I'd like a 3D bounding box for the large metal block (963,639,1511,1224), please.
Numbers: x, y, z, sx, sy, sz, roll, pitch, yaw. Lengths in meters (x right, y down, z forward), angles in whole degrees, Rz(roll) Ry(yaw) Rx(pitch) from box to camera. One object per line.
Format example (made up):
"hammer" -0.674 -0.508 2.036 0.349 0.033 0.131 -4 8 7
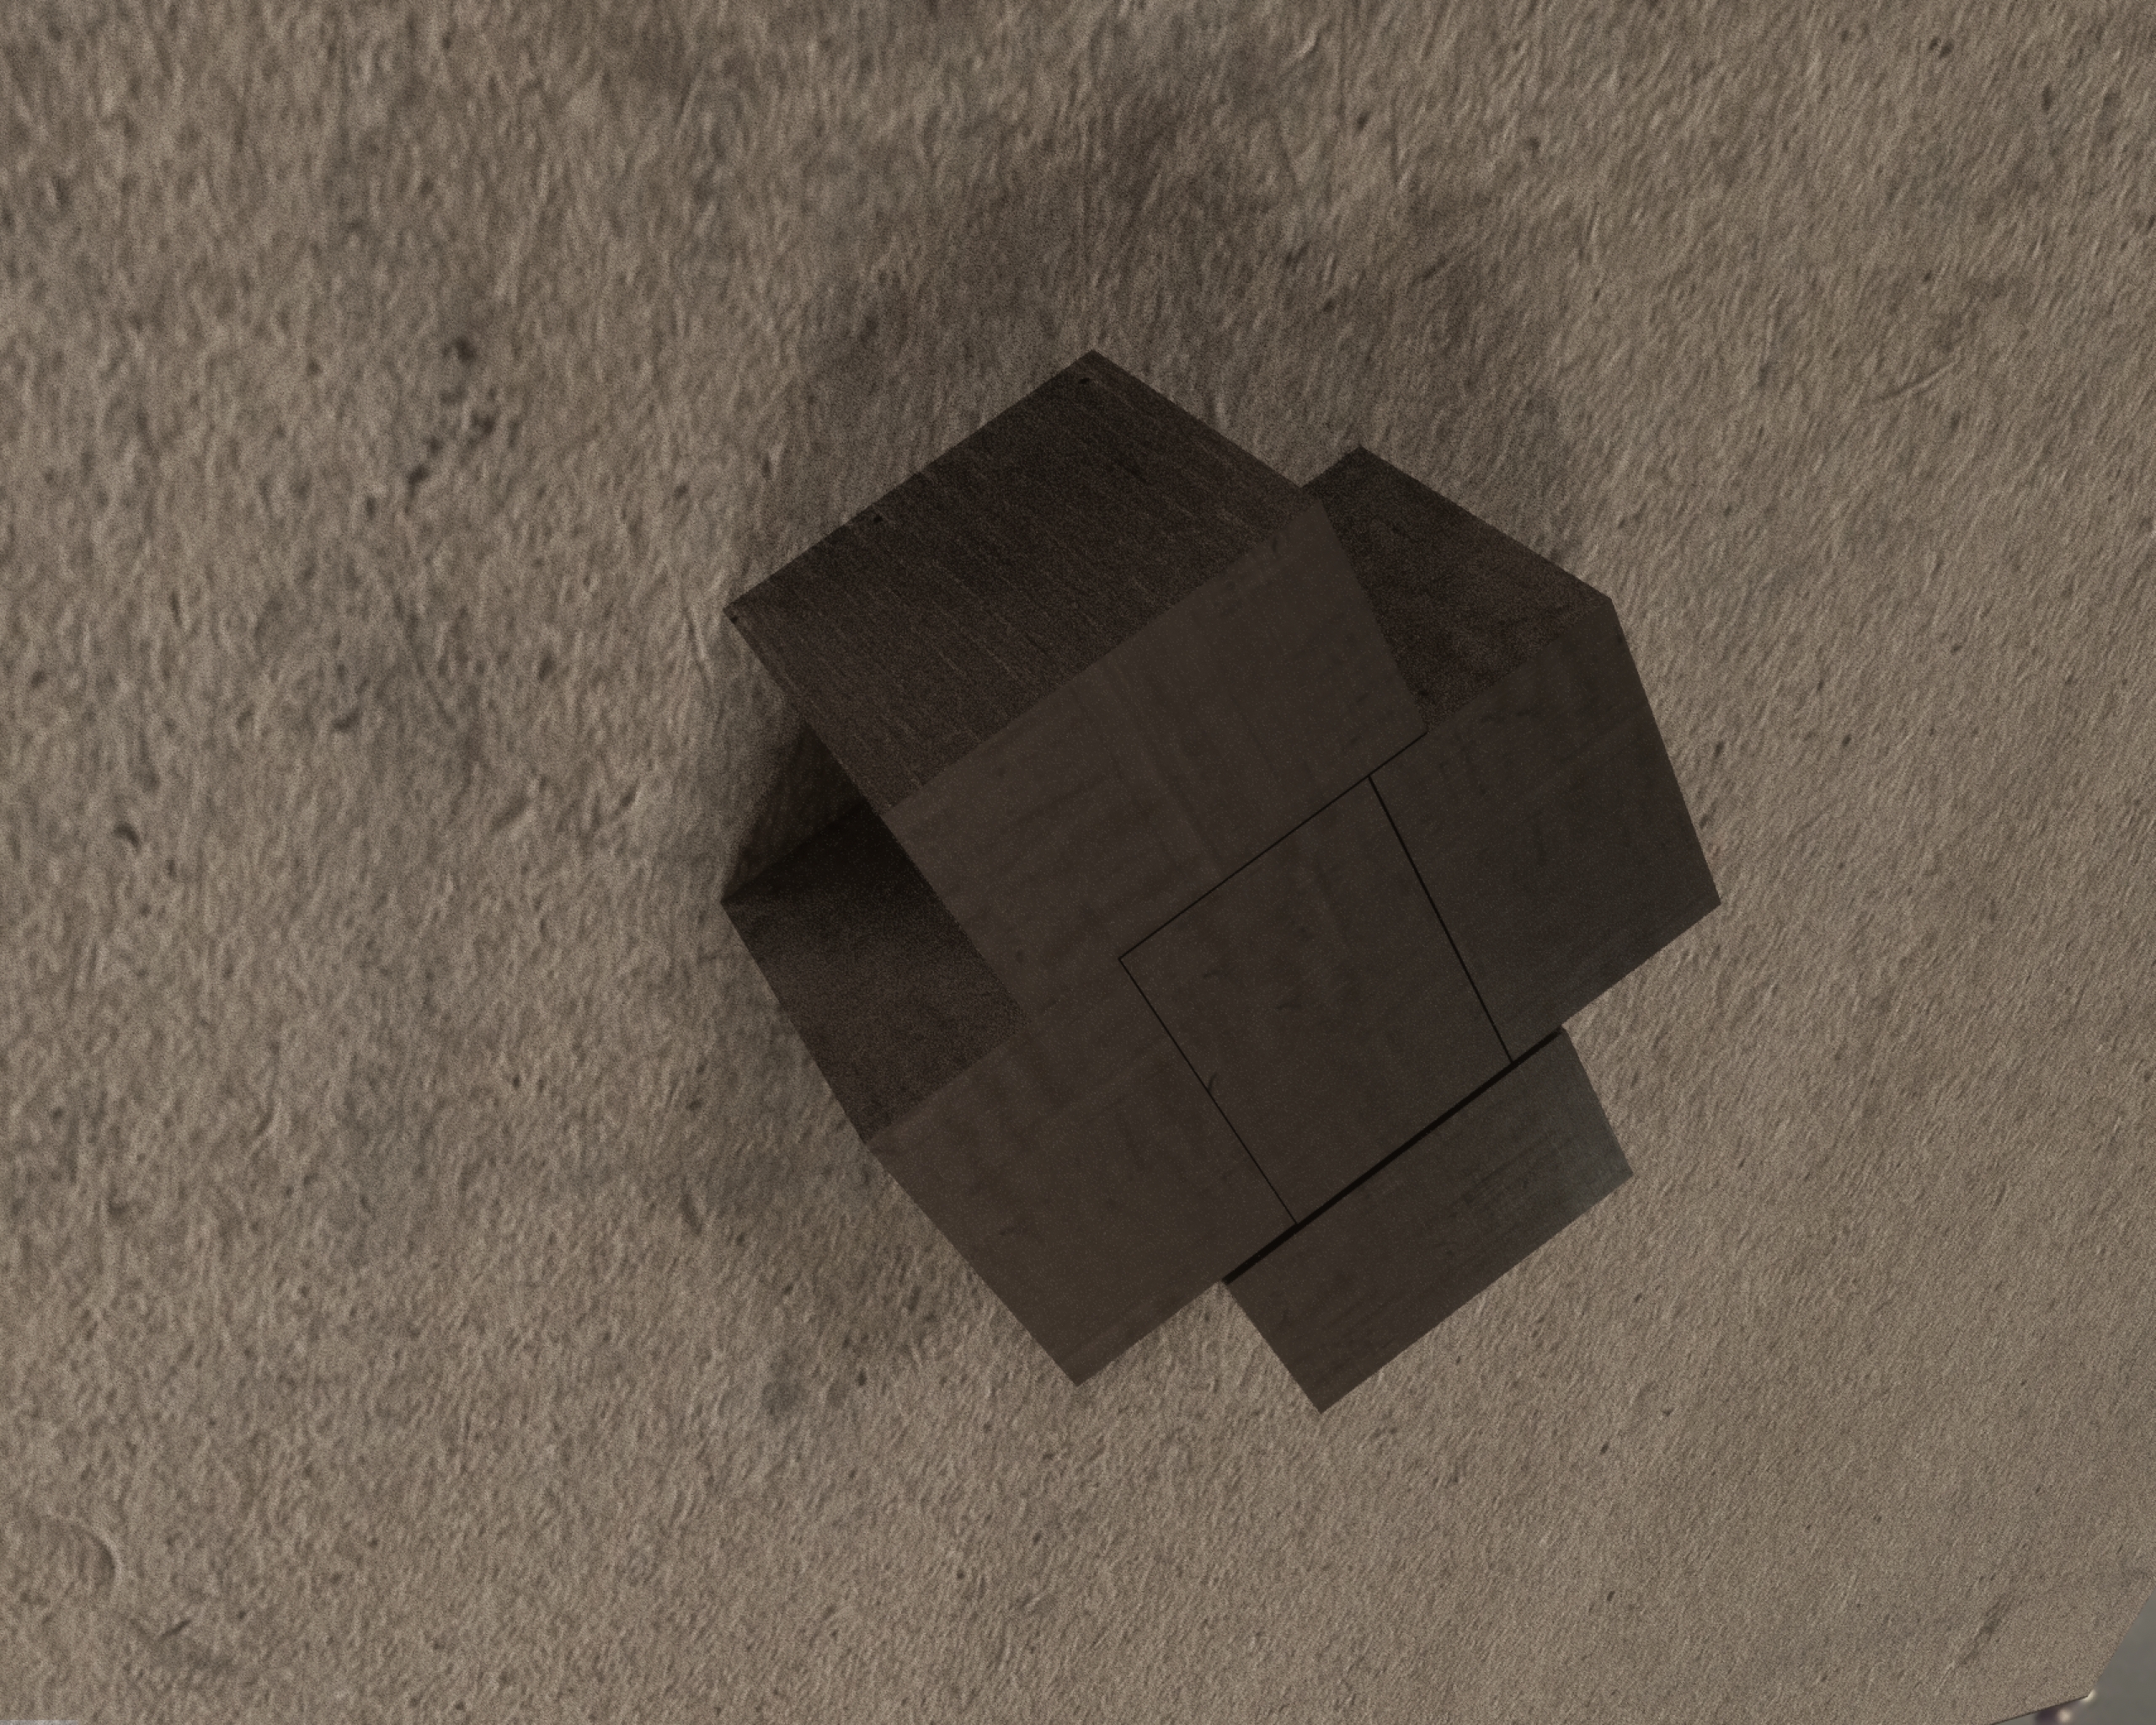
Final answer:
"large metal block" 0.027 0.008 0.394 0.050 0.080 0.080 -37 130 -4

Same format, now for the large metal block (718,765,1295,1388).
"large metal block" -0.014 0.037 0.390 0.050 0.080 0.080 -37 130 -4

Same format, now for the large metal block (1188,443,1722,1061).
"large metal block" 0.068 -0.022 0.399 0.050 0.080 0.080 -37 130 -4

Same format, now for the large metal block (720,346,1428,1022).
"large metal block" -0.003 -0.033 0.353 0.080 0.080 0.050 -36 130 -5

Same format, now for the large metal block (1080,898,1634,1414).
"large metal block" 0.054 0.052 0.437 0.080 0.080 0.050 -36 130 -5
